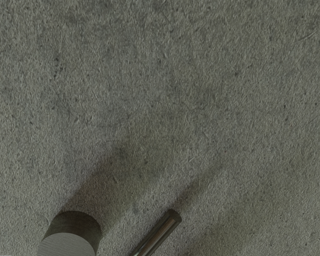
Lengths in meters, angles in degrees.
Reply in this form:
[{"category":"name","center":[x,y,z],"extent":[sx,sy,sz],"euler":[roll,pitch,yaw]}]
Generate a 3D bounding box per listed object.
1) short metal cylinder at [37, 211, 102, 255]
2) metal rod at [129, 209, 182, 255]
[{"category":"short metal cylinder","center":[-0.131,0.171,0.458],"extent":[0.081,0.050,0.079],"euler":[0,110,0]},{"category":"metal rod","center":[-0.065,0.243,0.498],"extent":[0.025,0.025,0.299],"euler":[34,106,-12]}]
